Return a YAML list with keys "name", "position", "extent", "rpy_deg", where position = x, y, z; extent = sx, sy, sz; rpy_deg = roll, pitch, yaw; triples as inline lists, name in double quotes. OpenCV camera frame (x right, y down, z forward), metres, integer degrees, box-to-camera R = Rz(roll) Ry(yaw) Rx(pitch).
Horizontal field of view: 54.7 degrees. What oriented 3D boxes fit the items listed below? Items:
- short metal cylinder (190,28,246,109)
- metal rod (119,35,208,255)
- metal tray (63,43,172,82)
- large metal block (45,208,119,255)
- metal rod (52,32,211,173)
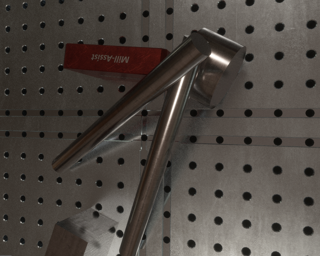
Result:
- name: "short metal cylinder"
  position: [0.058, -0.069, 0.363]
  extent: [0.050, 0.080, 0.080]
  rpy_deg: [31, 100, 17]
- name: "metal rod"
  position: [-0.004, 0.041, 0.367]
  extent: [0.025, 0.025, 0.298]
  rpy_deg: [25, 116, 18]
- name: "metal tray"
  position: [-0.041, -0.079, 0.391]
  extent: [0.130, 0.090, 0.030]
  rpy_deg: [8, 93, 19]
- name: "large metal block"
  position: [-0.108, 0.165, 0.420]
  extent: [0.050, 0.080, 0.080]
  rpy_deg: [22, 97, 18]
- name: "metal rod"
  position: [-0.057, -0.009, 0.369]
  extent: [0.299, 0.025, 0.025]
  rpy_deg: [-35, 78, 40]
